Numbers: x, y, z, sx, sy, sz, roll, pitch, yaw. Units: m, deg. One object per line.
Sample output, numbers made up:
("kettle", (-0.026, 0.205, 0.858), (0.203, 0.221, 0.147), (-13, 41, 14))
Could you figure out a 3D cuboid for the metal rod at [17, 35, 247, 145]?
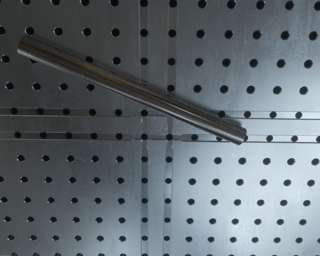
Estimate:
("metal rod", (-0.028, -0.044, 0.396), (0.301, 0.025, 0.025), (22, 109, -8))
